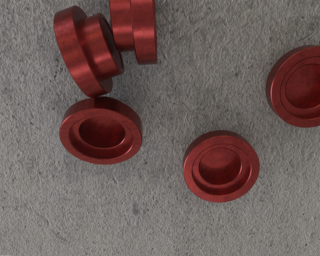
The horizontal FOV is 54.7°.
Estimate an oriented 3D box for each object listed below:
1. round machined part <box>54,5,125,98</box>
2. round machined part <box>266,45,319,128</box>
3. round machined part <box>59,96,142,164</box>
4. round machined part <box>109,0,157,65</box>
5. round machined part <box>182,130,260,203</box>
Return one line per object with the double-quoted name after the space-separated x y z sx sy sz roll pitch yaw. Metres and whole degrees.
-0.071 -0.085 0.339 0.042 0.098 0.098 -18 109 6 "round machined part"
0.180 -0.053 0.383 0.099 0.042 0.097 0 110 0 "round machined part"
-0.071 -0.001 0.387 0.099 0.042 0.097 -1 134 -1 "round machined part"
-0.027 -0.116 0.328 0.042 0.098 0.097 -3 110 1 "round machined part"
0.080 0.048 0.419 0.099 0.042 0.097 0 110 0 "round machined part"
